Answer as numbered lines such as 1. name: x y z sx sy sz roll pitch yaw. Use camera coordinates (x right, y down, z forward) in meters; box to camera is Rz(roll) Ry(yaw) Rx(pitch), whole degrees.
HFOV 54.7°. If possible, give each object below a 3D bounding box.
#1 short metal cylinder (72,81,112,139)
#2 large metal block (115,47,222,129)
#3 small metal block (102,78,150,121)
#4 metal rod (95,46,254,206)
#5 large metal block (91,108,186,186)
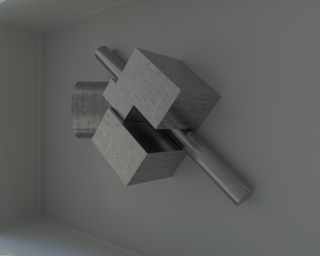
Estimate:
1. short metal cylinder: -0.086 -0.025 0.430 0.050 0.080 0.079 1 91 0
2. large metal block: 0.010 -0.044 0.360 0.080 0.081 0.050 48 118 29
3. small metal block: -0.034 -0.034 0.385 0.050 0.050 0.025 48 119 29
4. metal rod: 0.001 -0.020 0.403 0.300 0.025 0.025 47 118 29
5. large metal block: -0.024 0.021 0.388 0.080 0.081 0.050 47 118 29
